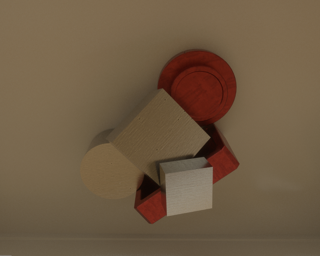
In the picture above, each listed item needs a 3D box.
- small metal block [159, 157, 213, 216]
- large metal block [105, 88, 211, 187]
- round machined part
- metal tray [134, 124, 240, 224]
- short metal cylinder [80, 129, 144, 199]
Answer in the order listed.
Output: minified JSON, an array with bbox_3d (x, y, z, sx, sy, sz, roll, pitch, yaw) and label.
[{"bbox_3d":[0.028,0.062,0.331,0.050,0.025,0.050,-7,110,-12],"label":"small metal block"},{"bbox_3d":[-0.003,0.012,0.363,0.080,0.050,0.080,45,79,-15],"label":"large metal block"},{"bbox_3d":[0.046,-0.046,0.384,0.099,0.042,0.097,0,110,-1],"label":"round machined part"},{"bbox_3d":[0.029,0.054,0.395,0.130,0.090,0.030,-36,106,11],"label":"metal tray"},{"bbox_3d":[-0.060,0.047,0.412,0.081,0.050,0.079,0,110,-1],"label":"short metal cylinder"}]
